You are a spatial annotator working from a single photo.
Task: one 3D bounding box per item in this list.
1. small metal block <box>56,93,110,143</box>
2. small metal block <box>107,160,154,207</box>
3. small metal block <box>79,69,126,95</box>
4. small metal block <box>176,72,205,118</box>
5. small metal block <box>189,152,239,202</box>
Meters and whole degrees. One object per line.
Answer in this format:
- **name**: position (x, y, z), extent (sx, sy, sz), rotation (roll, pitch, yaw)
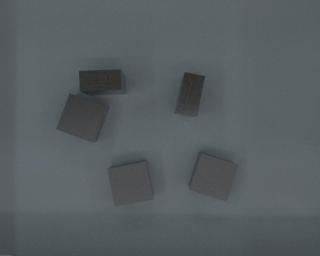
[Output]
- **small metal block**: position (-0.101, -0.013, 0.410), extent (0.050, 0.025, 0.050), rotation (20, 90, 0)
- **small metal block**: position (-0.038, 0.072, 0.411), extent (0.050, 0.025, 0.050), rotation (-11, 90, 0)
- **small metal block**: position (-0.072, -0.058, 0.398), extent (0.050, 0.050, 0.025), rotation (-2, 90, 0)
- **small metal block**: position (0.037, -0.041, 0.399), extent (0.025, 0.050, 0.050), rotation (11, 90, 0)
- **small metal block**: position (0.070, 0.064, 0.412), extent (0.050, 0.025, 0.050), rotation (17, 90, 0)
